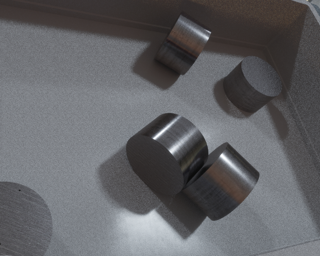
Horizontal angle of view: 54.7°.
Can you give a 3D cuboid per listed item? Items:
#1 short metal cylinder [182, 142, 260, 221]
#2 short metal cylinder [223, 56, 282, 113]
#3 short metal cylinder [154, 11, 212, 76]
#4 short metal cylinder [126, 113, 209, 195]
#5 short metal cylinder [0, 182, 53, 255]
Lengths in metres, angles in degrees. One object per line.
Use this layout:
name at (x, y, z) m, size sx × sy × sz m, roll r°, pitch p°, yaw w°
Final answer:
short metal cylinder at (0.070, 0.063, 0.370) m, size 0.050 × 0.080 × 0.080 m, roll 44°, pitch 51°, yaw 2°
short metal cylinder at (0.154, -0.072, 0.516) m, size 0.081 × 0.050 × 0.080 m, roll 14°, pitch 56°, yaw -21°
short metal cylinder at (0.033, -0.126, 0.465) m, size 0.050 × 0.080 × 0.080 m, roll 30°, pitch 52°, yaw -10°
short metal cylinder at (0.008, 0.029, 0.356) m, size 0.080 × 0.080 × 0.050 m, roll 47°, pitch 51°, yaw 4°
short metal cylinder at (-0.136, 0.091, 0.260) m, size 0.081 × 0.050 × 0.080 m, roll 14°, pitch 56°, yaw -21°
